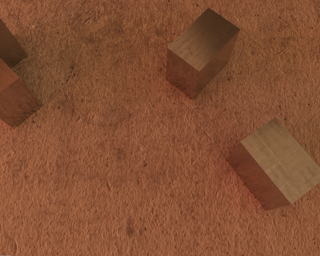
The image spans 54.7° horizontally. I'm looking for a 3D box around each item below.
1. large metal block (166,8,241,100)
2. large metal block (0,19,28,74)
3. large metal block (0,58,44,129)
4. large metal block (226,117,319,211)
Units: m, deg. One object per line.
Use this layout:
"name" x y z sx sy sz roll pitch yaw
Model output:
"large metal block" 0.054 -0.096 0.414 0.050 0.080 0.080 40 75 13
"large metal block" -0.242 -0.110 0.417 0.050 0.080 0.080 43 76 14
"large metal block" -0.208 -0.055 0.397 0.050 0.080 0.080 -43 76 -14
"large metal block" 0.129 0.046 0.363 0.050 0.080 0.080 -33 74 -11
